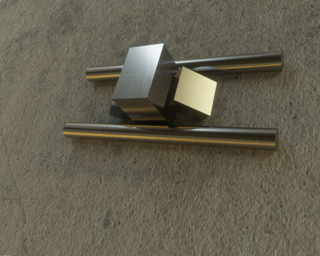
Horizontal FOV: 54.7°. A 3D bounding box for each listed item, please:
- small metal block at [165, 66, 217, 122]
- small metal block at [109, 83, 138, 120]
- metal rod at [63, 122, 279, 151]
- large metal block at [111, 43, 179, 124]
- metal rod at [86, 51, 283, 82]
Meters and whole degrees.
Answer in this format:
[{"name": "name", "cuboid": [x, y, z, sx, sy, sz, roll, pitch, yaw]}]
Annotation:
[{"name": "small metal block", "cuboid": [0.040, -0.042, 0.391, 0.025, 0.050, 0.050, -39, 32, 60]}, {"name": "small metal block", "cuboid": [-0.051, -0.046, 0.441, 0.025, 0.050, 0.050, 18, 66, -7]}, {"name": "metal rod", "cuboid": [-0.007, 0.008, 0.403, 0.300, 0.025, 0.025, 2, 63, 28]}, {"name": "large metal block", "cuboid": [-0.010, -0.051, 0.408, 0.050, 0.080, 0.080, 1, 62, 28]}, {"name": "metal rod", "cuboid": [0.017, -0.085, 0.447, 0.300, 0.025, 0.025, 2, 63, 28]}]
